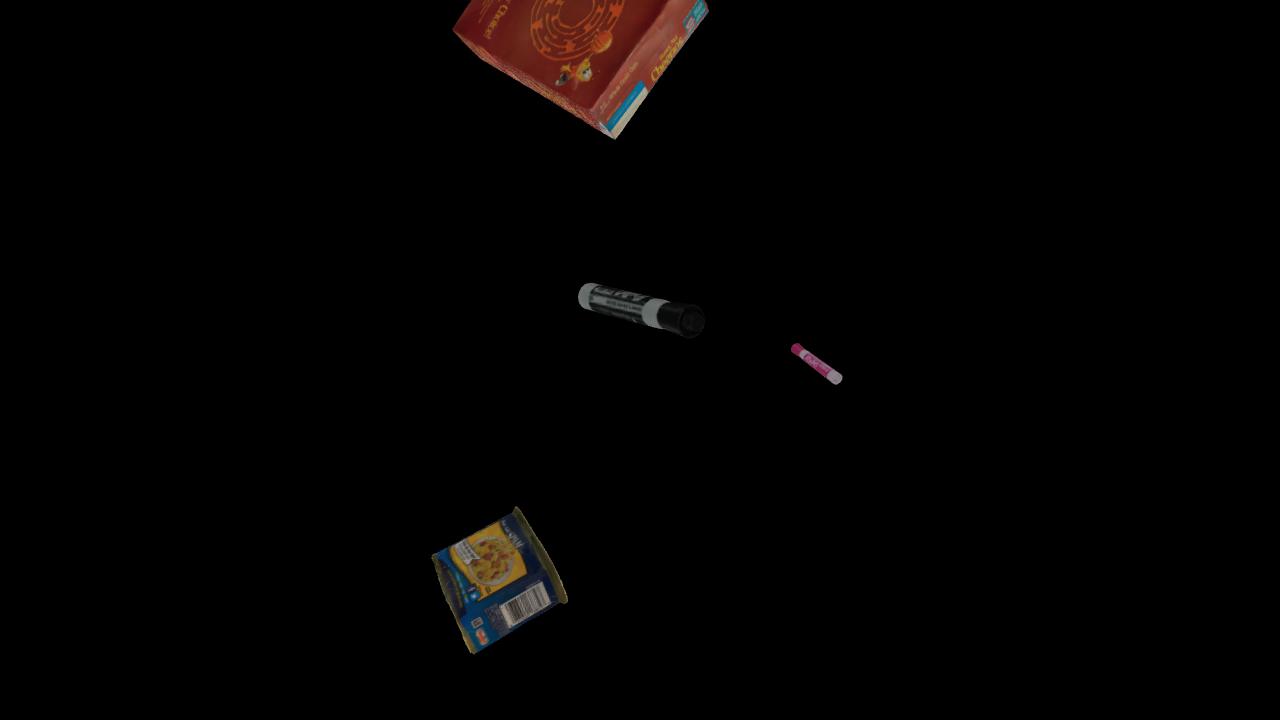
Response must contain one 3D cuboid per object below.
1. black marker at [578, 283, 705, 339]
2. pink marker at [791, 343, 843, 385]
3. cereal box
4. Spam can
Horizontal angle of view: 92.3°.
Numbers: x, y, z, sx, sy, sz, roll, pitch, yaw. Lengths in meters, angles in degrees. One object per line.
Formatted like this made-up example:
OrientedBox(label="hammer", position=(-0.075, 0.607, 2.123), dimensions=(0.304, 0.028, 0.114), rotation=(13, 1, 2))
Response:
OrientedBox(label="black marker", position=(-0.002, -0.032, 0.377), dimensions=(0.020, 0.020, 0.121), rotation=(0, 12, -34))
OrientedBox(label="pink marker", position=(0.286, 0.004, 1.006), dimensions=(0.020, 0.020, 0.121), rotation=(0, 26, -25))
OrientedBox(label="cereal box", position=(-0.088, -0.451, 0.820), dimensions=(0.306, 0.203, 0.081), rotation=(38, 5, 26))
OrientedBox(label="Spam can", position=(-0.122, 0.185, 0.526), dimensions=(0.085, 0.058, 0.101), rotation=(-25, 28, -20))
